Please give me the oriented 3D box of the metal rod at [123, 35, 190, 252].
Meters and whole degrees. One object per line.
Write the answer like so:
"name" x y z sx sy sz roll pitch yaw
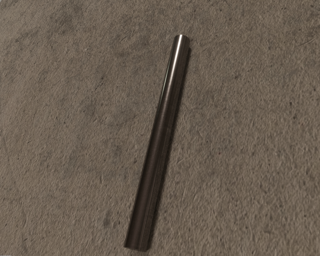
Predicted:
"metal rod" 0.003 0.000 0.400 0.025 0.025 0.300 -1 61 27
